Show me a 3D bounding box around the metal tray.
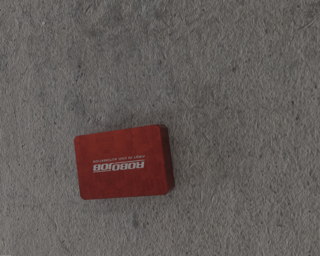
[{"bbox_3d":[-0.050,0.048,0.425,0.130,0.030,0.090,-8,87,19],"label":"metal tray"}]
